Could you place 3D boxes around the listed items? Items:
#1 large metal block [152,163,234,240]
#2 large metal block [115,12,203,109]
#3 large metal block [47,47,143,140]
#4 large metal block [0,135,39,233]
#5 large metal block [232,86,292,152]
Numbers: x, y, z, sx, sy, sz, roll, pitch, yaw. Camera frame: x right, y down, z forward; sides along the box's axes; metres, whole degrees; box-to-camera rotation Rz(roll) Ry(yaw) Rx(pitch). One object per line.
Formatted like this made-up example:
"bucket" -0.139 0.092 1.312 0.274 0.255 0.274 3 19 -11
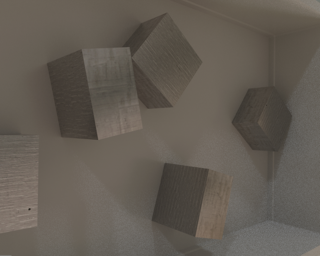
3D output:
"large metal block" 0.042 0.094 0.409 0.050 0.080 0.080 22 76 -38
"large metal block" -0.003 -0.081 0.389 0.080 0.050 0.080 47 62 -30
"large metal block" -0.068 -0.034 0.315 0.050 0.080 0.079 -15 100 -39
"large metal block" -0.153 0.045 0.263 0.081 0.050 0.079 1 89 -40
"large metal block" 0.182 -0.015 0.546 0.080 0.050 0.080 46 62 -31
